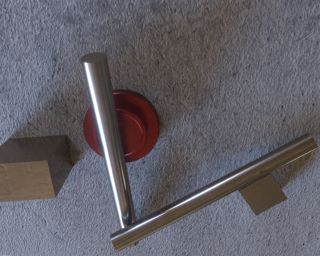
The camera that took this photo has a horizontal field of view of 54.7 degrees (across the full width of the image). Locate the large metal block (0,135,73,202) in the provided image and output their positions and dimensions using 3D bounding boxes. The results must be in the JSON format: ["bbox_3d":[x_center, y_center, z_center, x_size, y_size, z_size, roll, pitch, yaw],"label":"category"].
[{"bbox_3d":[-0.166,0.049,0.396,0.081,0.080,0.050,-4,110,1],"label":"large metal block"}]

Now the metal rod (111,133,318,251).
[{"bbox_3d":[0.072,0.088,0.422,0.301,0.025,0.025,-27,108,1],"label":"metal rod"}]

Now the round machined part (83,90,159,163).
[{"bbox_3d":[-0.050,0.002,0.401,0.099,0.042,0.097,0,110,-1],"label":"round machined part"}]

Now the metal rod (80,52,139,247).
[{"bbox_3d":[-0.054,0.052,0.385,0.025,0.025,0.298,-4,126,1],"label":"metal rod"}]

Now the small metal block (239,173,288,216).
[{"bbox_3d":[0.145,0.090,0.445,0.050,0.025,0.050,-33,107,11],"label":"small metal block"}]
